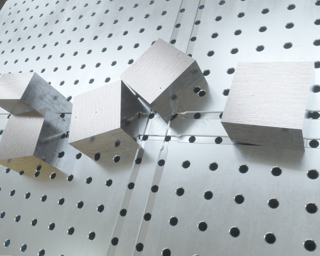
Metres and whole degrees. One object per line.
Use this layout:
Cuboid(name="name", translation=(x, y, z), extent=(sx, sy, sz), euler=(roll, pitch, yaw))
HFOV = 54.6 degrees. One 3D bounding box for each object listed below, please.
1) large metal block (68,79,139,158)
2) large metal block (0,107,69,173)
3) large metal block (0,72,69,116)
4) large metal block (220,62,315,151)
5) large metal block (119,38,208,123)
Cuboid(name="large metal block", translation=(-0.078, -0.012, 0.442), extent=(0.080, 0.050, 0.080), euler=(-16, 55, 19))
Cuboid(name="large metal block", translation=(-0.199, 0.021, 0.486), extent=(0.080, 0.050, 0.080), euler=(-9, 58, 23))
Cuboid(name="large metal block", translation=(-0.218, -0.048, 0.518), extent=(0.080, 0.080, 0.050), euler=(3, 63, 30))
Cuboid(name="large metal block", translation=(0.122, -0.026, 0.344), extent=(0.080, 0.050, 0.080), euler=(7, 65, 31))
Cuboid(name="large metal block", translation=(0.004, -0.067, 0.432), extent=(0.080, 0.050, 0.080), euler=(-45, 51, -3))
